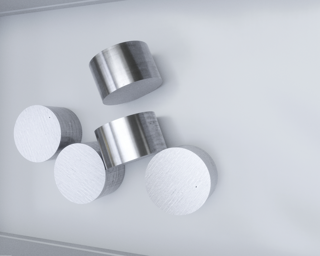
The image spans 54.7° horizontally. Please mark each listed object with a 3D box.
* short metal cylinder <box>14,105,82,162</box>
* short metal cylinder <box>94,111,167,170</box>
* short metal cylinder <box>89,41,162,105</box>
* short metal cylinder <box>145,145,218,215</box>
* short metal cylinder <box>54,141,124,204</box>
[{"bbox_3d":[-0.163,0.008,0.453,0.080,0.050,0.079,0,90,19],"label":"short metal cylinder"},{"bbox_3d":[-0.037,0.016,0.393,0.080,0.080,0.050,-21,83,18],"label":"short metal cylinder"},{"bbox_3d":[-0.044,-0.068,0.396,0.080,0.080,0.050,-24,82,18],"label":"short metal cylinder"},{"bbox_3d":[0.028,0.062,0.387,0.080,0.050,0.079,0,90,19],"label":"short metal cylinder"},{"bbox_3d":[-0.097,0.059,0.429,0.080,0.050,0.079,0,91,21],"label":"short metal cylinder"}]
